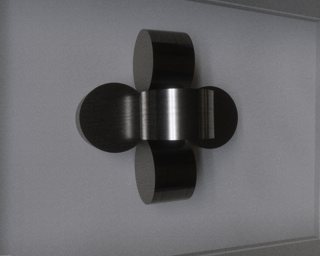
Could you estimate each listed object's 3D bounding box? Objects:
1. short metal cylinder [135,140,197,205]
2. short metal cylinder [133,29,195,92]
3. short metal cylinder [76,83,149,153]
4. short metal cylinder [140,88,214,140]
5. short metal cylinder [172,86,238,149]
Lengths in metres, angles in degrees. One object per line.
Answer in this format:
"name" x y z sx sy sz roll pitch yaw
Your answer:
"short metal cylinder" 0.004 0.051 0.381 0.050 0.080 0.080 -2 91 -21
"short metal cylinder" 0.002 -0.078 0.380 0.050 0.080 0.080 -2 91 -21
"short metal cylinder" -0.058 -0.012 0.374 0.081 0.050 0.080 0 90 -20
"short metal cylinder" 0.019 -0.014 0.339 0.081 0.080 0.050 -1 90 -20
"short metal cylinder" 0.056 -0.013 0.415 0.081 0.050 0.080 0 90 -20
